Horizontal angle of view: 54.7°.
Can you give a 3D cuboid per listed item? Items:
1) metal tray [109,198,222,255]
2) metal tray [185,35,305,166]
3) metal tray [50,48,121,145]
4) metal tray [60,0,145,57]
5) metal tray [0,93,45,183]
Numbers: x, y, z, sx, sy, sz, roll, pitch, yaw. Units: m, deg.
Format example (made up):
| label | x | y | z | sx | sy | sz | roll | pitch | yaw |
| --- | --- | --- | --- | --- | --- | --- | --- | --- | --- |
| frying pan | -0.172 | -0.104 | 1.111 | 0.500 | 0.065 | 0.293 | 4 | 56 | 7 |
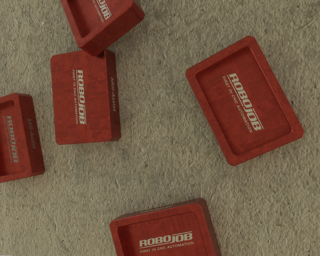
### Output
| label | x | y | z | sx | sy | sz | roll | pitch | yaw |
| --- | --- | --- | --- | --- | --- | --- | --- | --- | --- |
| metal tray | 0.006 | 0.150 | 0.403 | 0.130 | 0.030 | 0.090 | -17 | 84 | 19 |
| metal tray | 0.099 | -0.031 | 0.371 | 0.090 | 0.030 | 0.130 | -27 | 81 | 18 |
| metal tray | -0.107 | -0.043 | 0.444 | 0.090 | 0.030 | 0.129 | -5 | 88 | 19 |
| metal tray | -0.084 | -0.172 | 0.417 | 0.090 | 0.030 | 0.130 | -33 | 63 | 16 |
| metal tray | -0.238 | 0.018 | 0.490 | 0.090 | 0.030 | 0.129 | -13 | 86 | 19 |
